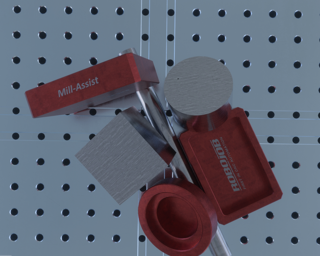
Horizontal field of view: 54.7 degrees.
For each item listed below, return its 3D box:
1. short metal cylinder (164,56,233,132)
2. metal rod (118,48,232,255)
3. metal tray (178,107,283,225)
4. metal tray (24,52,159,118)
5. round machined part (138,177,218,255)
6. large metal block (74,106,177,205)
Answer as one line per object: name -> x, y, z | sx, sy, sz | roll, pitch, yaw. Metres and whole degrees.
short metal cylinder -> 0.049, -0.041, 0.383 | 0.080, 0.050, 0.080 | -4, 66, 10
metal rod -> 0.020, 0.035, 0.409 | 0.025, 0.025, 0.299 | -25, 90, 0
metal tray -> 0.091, 0.048, 0.408 | 0.090, 0.030, 0.129 | -25, 90, 0
metal tray -> -0.074, -0.047, 0.362 | 0.130, 0.090, 0.030 | -17, 92, 14
round machined part -> 0.025, 0.108, 0.387 | 0.098, 0.042, 0.097 | 8, 107, 27
large metal block -> -0.040, 0.032, 0.379 | 0.080, 0.050, 0.080 | -42, 91, 18
